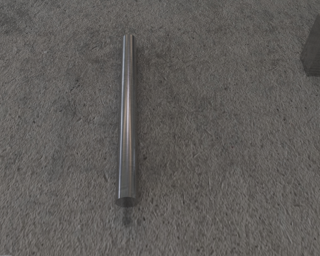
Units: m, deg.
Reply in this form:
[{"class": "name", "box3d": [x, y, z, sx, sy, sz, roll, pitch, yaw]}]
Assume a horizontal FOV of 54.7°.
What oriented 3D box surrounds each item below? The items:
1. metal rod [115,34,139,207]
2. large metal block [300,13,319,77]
[{"class": "metal rod", "box3d": [-0.044, -0.034, 0.431, 0.025, 0.025, 0.300, -2, 50, -2]}, {"class": "large metal block", "box3d": [0.274, -0.124, 0.474, 0.080, 0.080, 0.050, 4, 50, 3]}]
